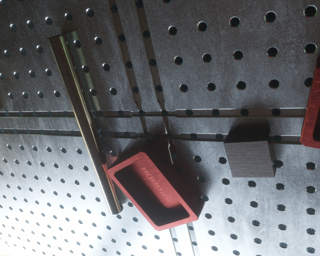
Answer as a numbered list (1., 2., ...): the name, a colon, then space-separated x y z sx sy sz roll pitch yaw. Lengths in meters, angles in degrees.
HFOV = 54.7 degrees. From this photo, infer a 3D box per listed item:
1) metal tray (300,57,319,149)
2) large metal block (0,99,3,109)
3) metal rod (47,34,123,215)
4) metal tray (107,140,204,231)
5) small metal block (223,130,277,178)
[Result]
1. metal tray: 0.209 -0.016 0.288 0.130 0.030 0.089 11 123 22
2. large metal block: -0.328 -0.064 0.524 0.080 0.050 0.079 9 122 23
3. metal rod: -0.105 0.010 0.470 0.025 0.025 0.298 2 119 27
4. metal tray: -0.007 0.090 0.466 0.090 0.030 0.130 -31 102 37
5. small metal block: 0.110 0.032 0.373 0.050 0.025 0.050 -5 116 30
